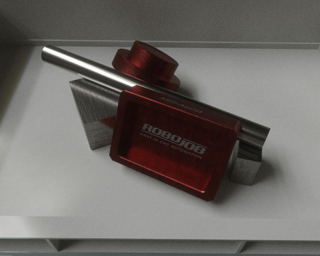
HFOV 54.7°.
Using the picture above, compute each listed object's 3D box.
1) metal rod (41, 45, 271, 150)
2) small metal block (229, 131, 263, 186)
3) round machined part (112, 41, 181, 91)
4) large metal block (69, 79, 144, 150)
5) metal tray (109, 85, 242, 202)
[{"bbox_3d":[-0.019,-0.044,0.374,0.301,0.025,0.025,23,54,18],"label":"metal rod"},{"bbox_3d":[0.101,0.031,0.362,0.025,0.050,0.050,11,51,9],"label":"small metal block"},{"bbox_3d":[-0.013,-0.087,0.431,0.098,0.042,0.098,26,20,-10],"label":"round machined part"},{"bbox_3d":[-0.066,-0.028,0.409,0.081,0.050,0.080,-18,52,-15],"label":"large metal block"},{"bbox_3d":[0.012,0.015,0.344,0.130,0.089,0.030,21,26,16],"label":"metal tray"}]
